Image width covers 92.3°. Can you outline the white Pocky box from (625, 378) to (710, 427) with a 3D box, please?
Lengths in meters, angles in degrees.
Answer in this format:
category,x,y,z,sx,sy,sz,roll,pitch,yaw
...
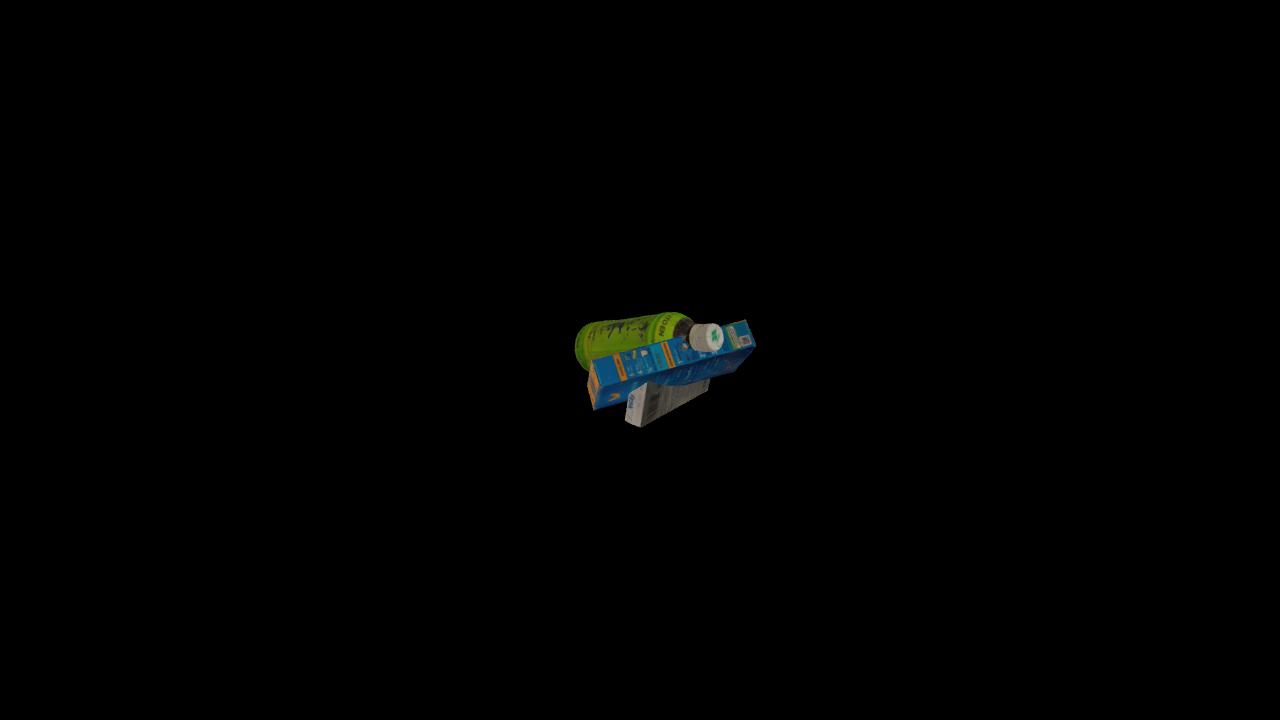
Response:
category,x,y,z,sx,sy,sz,roll,pitch,yaw
white Pocky box,0.041,0.019,0.747,0.028,0.084,0.154,22,27,30

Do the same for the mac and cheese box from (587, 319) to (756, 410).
category,x,y,z,sx,sy,sz,roll,pitch,yaw
mac and cheese box,0.033,0.007,0.712,0.184,0.041,0.093,-14,-16,-14

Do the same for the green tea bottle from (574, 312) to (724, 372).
category,x,y,z,sx,sy,sz,roll,pitch,yaw
green tea bottle,0.010,-0.019,0.741,0.073,0.073,0.212,0,-1,-44
